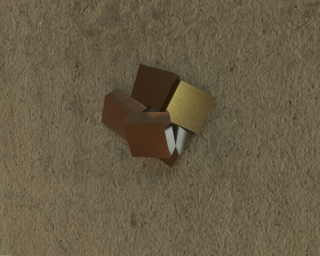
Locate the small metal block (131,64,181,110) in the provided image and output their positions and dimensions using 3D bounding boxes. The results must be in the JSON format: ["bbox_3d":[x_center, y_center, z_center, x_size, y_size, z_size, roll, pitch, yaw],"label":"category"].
[{"bbox_3d":[-0.006,-0.053,0.412,0.050,0.025,0.050,18,96,18],"label":"small metal block"}]

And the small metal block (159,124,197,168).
[{"bbox_3d":[0.011,0.016,0.406,0.050,0.025,0.050,34,101,16],"label":"small metal block"}]

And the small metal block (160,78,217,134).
[{"bbox_3d":[0.034,-0.028,0.386,0.050,0.025,0.050,24,99,-16],"label":"small metal block"}]

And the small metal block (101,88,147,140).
[{"bbox_3d":[-0.049,-0.017,0.414,0.050,0.025,0.050,35,137,15],"label":"small metal block"}]

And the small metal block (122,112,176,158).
[{"bbox_3d":[-0.012,0.008,0.375,0.050,0.025,0.050,0,123,19],"label":"small metal block"}]
